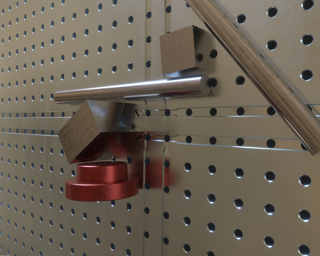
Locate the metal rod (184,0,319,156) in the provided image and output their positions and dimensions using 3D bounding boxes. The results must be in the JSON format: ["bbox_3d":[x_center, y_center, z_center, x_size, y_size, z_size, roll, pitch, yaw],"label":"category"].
[{"bbox_3d":[0.079,-0.099,0.342,0.025,0.025,0.299,-46,63,30],"label":"metal rod"}]

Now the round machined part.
[{"bbox_3d":[-0.079,0.069,0.425,0.098,0.099,0.042,-2,89,39],"label":"round machined part"}]

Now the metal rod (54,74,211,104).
[{"bbox_3d":[-0.063,-0.053,0.458,0.300,0.025,0.025,1,91,39],"label":"metal rod"}]

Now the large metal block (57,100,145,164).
[{"bbox_3d":[-0.083,0.006,0.440,0.080,0.081,0.050,-41,66,32],"label":"large metal block"}]

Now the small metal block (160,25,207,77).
[{"bbox_3d":[0.028,-0.094,0.384,0.050,0.025,0.050,-6,86,39],"label":"small metal block"}]
